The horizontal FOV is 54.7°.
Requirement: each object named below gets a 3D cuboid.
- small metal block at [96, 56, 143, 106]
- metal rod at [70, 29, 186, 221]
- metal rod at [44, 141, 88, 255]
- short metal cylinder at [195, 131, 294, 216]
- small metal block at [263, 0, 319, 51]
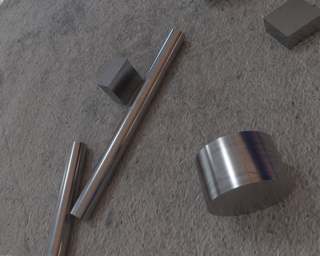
[{"bbox_3d":[-0.058,-0.069,0.461,0.025,0.050,0.050,21,73,36],"label":"small metal block"},{"bbox_3d":[-0.037,-0.016,0.433,0.025,0.025,0.300,15,69,34],"label":"metal rod"},{"bbox_3d":[-0.127,0.155,0.375,0.025,0.025,0.299,-10,57,23],"label":"metal rod"},{"bbox_3d":[0.079,0.046,0.299,0.080,0.080,0.050,-22,54,15],"label":"short metal cylinder"},{"bbox_3d":[0.171,-0.135,0.397,0.050,0.025,0.050,-34,51,6],"label":"small metal block"}]
